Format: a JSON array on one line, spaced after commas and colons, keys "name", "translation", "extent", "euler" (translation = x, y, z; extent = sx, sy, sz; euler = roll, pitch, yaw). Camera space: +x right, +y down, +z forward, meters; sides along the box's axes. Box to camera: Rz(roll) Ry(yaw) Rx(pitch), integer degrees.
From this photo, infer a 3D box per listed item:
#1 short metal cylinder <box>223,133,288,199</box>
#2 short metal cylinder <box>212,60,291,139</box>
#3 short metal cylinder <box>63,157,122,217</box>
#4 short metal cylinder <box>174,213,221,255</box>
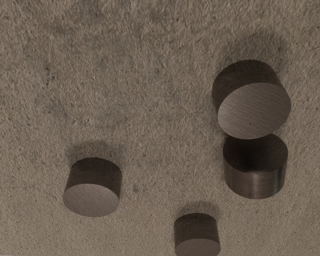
[{"name": "short metal cylinder", "translation": [0.126, 0.047, 0.414], "extent": [0.080, 0.080, 0.050], "euler": [-8, 130, 6]}, {"name": "short metal cylinder", "translation": [0.105, -0.033, 0.365], "extent": [0.081, 0.050, 0.079], "euler": [0, 130, 0]}, {"name": "short metal cylinder", "translation": [-0.100, 0.090, 0.466], "extent": [0.081, 0.050, 0.079], "euler": [0, 130, 0]}, {"name": "short metal cylinder", "translation": [0.066, 0.199, 0.561], "extent": [0.081, 0.050, 0.079], "euler": [0, 130, 0]}]
